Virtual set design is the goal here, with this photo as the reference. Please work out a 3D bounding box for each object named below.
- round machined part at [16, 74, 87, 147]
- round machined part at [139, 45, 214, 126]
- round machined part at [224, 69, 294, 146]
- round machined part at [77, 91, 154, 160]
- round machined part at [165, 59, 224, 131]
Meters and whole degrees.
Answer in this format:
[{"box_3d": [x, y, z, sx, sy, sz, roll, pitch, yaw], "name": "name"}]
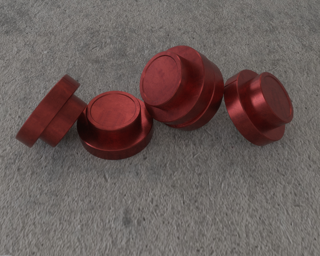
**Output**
[{"box_3d": [-0.127, -0.015, 0.380, 0.042, 0.098, 0.098, 38, 51, -16], "name": "round machined part"}, {"box_3d": [0.013, -0.055, 0.377, 0.042, 0.098, 0.098, 16, 34, -45], "name": "round machined part"}, {"box_3d": [0.128, -0.030, 0.384, 0.099, 0.042, 0.098, 21, 55, -34], "name": "round machined part"}, {"box_3d": [-0.058, -0.010, 0.400, 0.099, 0.042, 0.098, 0, 50, 0], "name": "round machined part"}, {"box_3d": [0.042, -0.044, 0.406, 0.042, 0.098, 0.098, 16, 34, -45], "name": "round machined part"}]
